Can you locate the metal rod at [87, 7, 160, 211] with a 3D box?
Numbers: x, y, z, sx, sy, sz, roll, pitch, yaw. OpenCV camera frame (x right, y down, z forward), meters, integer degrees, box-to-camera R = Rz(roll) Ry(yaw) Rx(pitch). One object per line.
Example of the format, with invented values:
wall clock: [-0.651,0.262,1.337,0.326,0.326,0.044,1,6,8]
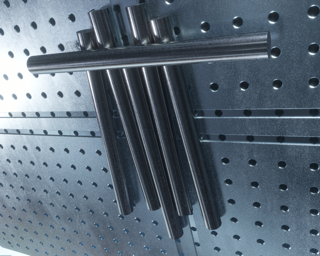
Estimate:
metal rod: [-0.041,-0.008,0.429,0.025,0.025,0.298,1,119,28]

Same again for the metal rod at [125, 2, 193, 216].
metal rod: [0.006,-0.005,0.407,0.025,0.025,0.298,1,119,28]

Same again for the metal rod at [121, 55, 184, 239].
metal rod: [-0.006,0.041,0.440,0.025,0.025,0.298,1,119,28]

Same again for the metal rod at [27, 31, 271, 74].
metal rod: [-0.035,-0.080,0.348,0.300,0.025,0.025,2,119,27]

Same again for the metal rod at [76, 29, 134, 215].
metal rod: [-0.074,0.009,0.455,0.025,0.025,0.298,7,122,25]

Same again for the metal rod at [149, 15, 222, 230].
metal rod: [0.039,0.011,0.398,0.025,0.025,0.299,-3,117,29]
